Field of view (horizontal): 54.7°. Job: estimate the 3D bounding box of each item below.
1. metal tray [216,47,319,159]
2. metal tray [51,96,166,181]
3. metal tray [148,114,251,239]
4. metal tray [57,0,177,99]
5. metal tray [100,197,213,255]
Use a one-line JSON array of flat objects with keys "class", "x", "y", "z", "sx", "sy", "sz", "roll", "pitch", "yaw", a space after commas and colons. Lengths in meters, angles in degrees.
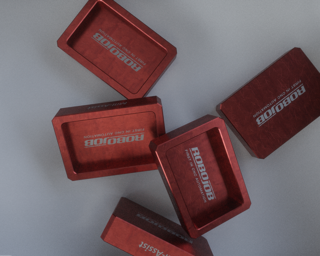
[{"class": "metal tray", "x": 0.153, "y": -0.032, "z": 0.411, "sx": 0.130, "sy": 0.030, "sz": 0.090, "roll": -38, "pitch": 91, "yaw": -1}, {"class": "metal tray", "x": -0.058, "y": 0.014, "z": 0.391, "sx": 0.131, "sy": 0.030, "sz": 0.089, "roll": -8, "pitch": 113, "yaw": -1}, {"class": "metal tray", "x": 0.052, "y": 0.059, "z": 0.384, "sx": 0.091, "sy": 0.030, "sz": 0.129, "roll": -25, "pitch": 106, "yaw": -13}, {"class": "metal tray", "x": -0.055, "y": -0.103, "z": 0.408, "sx": 0.130, "sy": 0.030, "sz": 0.090, "roll": 37, "pitch": 90, "yaw": -1}, {"class": "metal tray", "x": -0.001, "y": 0.135, "z": 0.379, "sx": 0.131, "sy": 0.090, "sz": 0.030, "roll": 27, "pitch": 90, "yaw": -1}]
